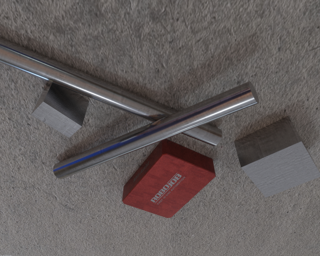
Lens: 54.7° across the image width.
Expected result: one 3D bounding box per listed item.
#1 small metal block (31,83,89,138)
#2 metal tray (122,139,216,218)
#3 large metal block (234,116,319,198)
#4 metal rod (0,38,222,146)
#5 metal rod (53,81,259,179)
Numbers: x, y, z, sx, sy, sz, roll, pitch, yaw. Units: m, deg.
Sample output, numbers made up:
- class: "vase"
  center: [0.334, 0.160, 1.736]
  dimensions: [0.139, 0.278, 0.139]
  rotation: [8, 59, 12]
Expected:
- class: "small metal block"
  center: [-0.116, -0.024, 0.368]
  dimensions: [0.050, 0.050, 0.025]
  rotation: [37, 121, -27]
- class: "metal tray"
  center: [0.011, 0.083, 0.475]
  dimensions: [0.090, 0.030, 0.129]
  rotation: [24, 126, -20]
- class: "large metal block"
  center: [0.162, 0.042, 0.429]
  dimensions: [0.080, 0.050, 0.080]
  rotation: [-29, 125, 22]
- class: "metal rod"
  center: [-0.057, -0.039, 0.372]
  dimensions: [0.302, 0.025, 0.025]
  rotation: [21, 127, -18]
- class: "metal rod"
  center: [-0.026, 0.013, 0.390]
  dimensions: [0.300, 0.025, 0.025]
  rotation: [-22, 128, 28]
